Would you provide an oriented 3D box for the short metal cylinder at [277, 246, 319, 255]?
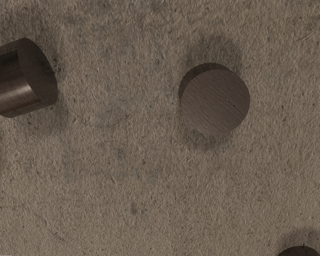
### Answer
[{"bbox_3d":[0.226,0.235,0.486,0.081,0.050,0.079,0,110,-1],"label":"short metal cylinder"}]

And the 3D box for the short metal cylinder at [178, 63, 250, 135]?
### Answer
[{"bbox_3d":[0.065,-0.037,0.384,0.081,0.050,0.079,0,110,-1],"label":"short metal cylinder"}]

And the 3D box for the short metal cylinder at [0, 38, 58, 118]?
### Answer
[{"bbox_3d":[-0.162,-0.057,0.357,0.050,0.080,0.080,-18,109,6],"label":"short metal cylinder"}]
